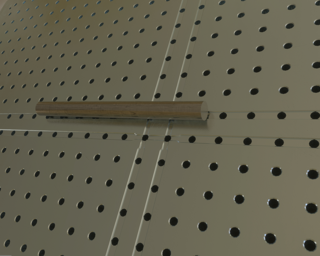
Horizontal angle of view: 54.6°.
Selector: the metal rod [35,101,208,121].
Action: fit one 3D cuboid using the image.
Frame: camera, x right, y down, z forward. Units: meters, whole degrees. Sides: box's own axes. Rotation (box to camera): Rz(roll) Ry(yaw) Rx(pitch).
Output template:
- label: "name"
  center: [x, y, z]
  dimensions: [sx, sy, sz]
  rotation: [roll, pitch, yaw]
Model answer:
- label: "metal rod"
  center: [-0.075, -0.028, 0.465]
  dimensions: [0.300, 0.025, 0.025]
  rotation: [3, 63, 29]
